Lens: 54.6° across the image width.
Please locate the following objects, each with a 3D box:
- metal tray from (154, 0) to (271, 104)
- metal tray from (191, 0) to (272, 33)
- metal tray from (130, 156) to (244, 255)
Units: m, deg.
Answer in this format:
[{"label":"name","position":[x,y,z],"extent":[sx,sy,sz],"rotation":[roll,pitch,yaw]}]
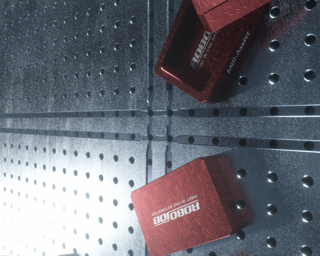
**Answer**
[{"label":"metal tray","position":[0.055,-0.104,0.361],"extent":[0.090,0.030,0.129],"rotation":[38,113,33]},{"label":"metal tray","position":[0.064,-0.171,0.317],"extent":[0.090,0.030,0.130],"rotation":[-26,60,15]},{"label":"metal tray","position":[0.027,0.100,0.385],"extent":[0.130,0.030,0.090],"rotation":[-33,70,35]}]
